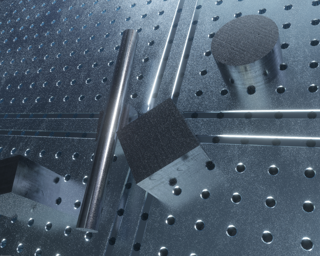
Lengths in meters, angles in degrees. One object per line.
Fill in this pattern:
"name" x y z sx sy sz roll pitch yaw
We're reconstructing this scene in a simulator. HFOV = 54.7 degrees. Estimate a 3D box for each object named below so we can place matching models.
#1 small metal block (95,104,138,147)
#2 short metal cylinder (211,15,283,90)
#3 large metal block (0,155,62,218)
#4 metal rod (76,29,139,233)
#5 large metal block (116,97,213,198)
"small metal block" -0.060 -0.002 0.439 0.050 0.025 0.050 -11 57 21
"short metal cylinder" 0.111 -0.095 0.392 0.080 0.050 0.080 -13 56 20
"large metal block" -0.196 0.083 0.423 0.080 0.080 0.050 -15 56 19
"metal rod" -0.064 -0.016 0.417 0.025 0.025 0.299 -6 59 25
"large metal block" 0.004 0.023 0.375 0.080 0.050 0.080 -33 52 6
